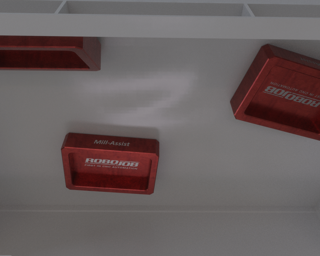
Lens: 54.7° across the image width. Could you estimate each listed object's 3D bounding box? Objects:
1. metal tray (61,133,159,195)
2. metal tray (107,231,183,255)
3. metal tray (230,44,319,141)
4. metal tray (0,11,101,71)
[{"bbox_3d":[-0.070,0.054,0.450,0.131,0.030,0.089,5,130,-4],"label":"metal tray"},{"bbox_3d":[-0.030,0.259,0.628,0.130,0.030,0.090,-22,127,18],"label":"metal tray"},{"bbox_3d":[0.164,-0.039,0.374,0.131,0.030,0.089,13,129,-12],"label":"metal tray"},{"bbox_3d":[-0.130,-0.080,0.299,0.131,0.090,0.030,0,88,-1],"label":"metal tray"}]
